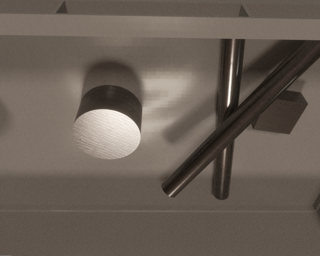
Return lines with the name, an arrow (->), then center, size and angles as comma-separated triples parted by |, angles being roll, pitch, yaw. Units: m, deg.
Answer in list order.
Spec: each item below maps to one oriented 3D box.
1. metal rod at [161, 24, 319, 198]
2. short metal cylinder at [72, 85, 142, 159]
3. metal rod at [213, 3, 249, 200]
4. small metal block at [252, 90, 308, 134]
metal rod -> 0.104, -0.019, 0.364 | 0.025, 0.025, 0.299 | 31, 114, -24
short metal cylinder -> -0.063, -0.007, 0.386 | 0.081, 0.050, 0.079 | 0, 130, 0
metal rod -> 0.087, -0.007, 0.404 | 0.025, 0.025, 0.298 | -4, 130, 3
small metal block -> 0.148, -0.022, 0.393 | 0.050, 0.025, 0.050 | 8, 130, -7
